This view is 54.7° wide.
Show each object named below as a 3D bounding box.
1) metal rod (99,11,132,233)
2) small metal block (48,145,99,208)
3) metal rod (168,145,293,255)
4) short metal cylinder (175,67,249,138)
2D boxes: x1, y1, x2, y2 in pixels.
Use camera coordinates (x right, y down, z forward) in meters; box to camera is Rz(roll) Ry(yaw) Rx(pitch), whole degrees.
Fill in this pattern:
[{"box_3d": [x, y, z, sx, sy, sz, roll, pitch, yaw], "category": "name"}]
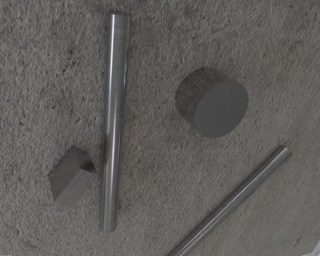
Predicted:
[{"box_3d": [-0.058, 0.014, 0.383, 0.025, 0.025, 0.298, -7, 122, -25], "category": "metal rod"}, {"box_3d": [-0.105, 0.057, 0.369, 0.025, 0.050, 0.050, 33, 100, -38], "category": "small metal block"}, {"box_3d": [0.122, 0.145, 0.563, 0.300, 0.025, 0.025, -45, 129, 3], "category": "metal rod"}, {"box_3d": [0.068, -0.033, 0.407, 0.081, 0.050, 0.079, -14, 124, -21], "category": "short metal cylinder"}]
